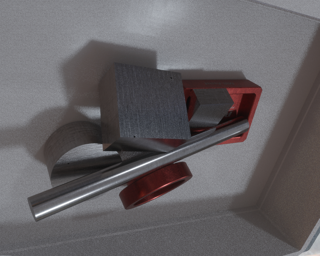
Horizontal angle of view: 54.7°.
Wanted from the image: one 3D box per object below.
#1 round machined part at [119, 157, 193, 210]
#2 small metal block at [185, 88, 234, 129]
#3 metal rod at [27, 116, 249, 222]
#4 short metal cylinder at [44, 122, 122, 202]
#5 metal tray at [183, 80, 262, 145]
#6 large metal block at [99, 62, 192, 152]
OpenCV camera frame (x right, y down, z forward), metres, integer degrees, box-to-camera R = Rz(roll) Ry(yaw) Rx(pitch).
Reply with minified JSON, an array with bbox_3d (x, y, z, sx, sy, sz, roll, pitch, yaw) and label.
[{"bbox_3d":[-0.010,0.068,0.413,0.099,0.042,0.098,-25,164,-8],"label":"round machined part"},{"bbox_3d":[0.058,-0.025,0.397,0.050,0.025,0.050,-5,147,-26],"label":"small metal block"},{"bbox_3d":[-0.001,0.037,0.377,0.302,0.025,0.025,-19,127,-31],"label":"metal rod"},{"bbox_3d":[-0.091,0.039,0.365,0.081,0.050,0.079,-14,125,-21],"label":"short metal cylinder"},{"bbox_3d":[0.073,-0.020,0.432,0.131,0.030,0.089,-5,121,-27],"label":"metal tray"},{"bbox_3d":[-0.018,-0.019,0.341,0.081,0.080,0.050,3,159,-29],"label":"large metal block"}]
